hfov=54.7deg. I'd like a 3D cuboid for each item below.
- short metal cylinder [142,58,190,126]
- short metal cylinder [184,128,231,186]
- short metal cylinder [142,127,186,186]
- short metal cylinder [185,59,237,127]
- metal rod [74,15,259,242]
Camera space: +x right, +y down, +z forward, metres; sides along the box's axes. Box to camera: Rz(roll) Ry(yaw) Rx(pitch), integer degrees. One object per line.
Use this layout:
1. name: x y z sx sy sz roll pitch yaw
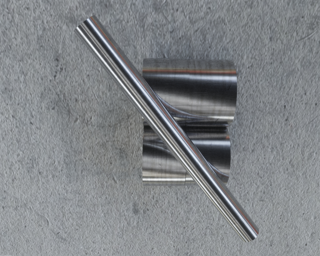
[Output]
1. short metal cylinder: 0.006 -0.042 0.366 0.050 0.080 0.079 1 110 0
2. short metal cylinder: 0.056 0.033 0.395 0.050 0.080 0.079 1 110 0
3. short metal cylinder: 0.005 0.034 0.394 0.050 0.080 0.079 1 110 0
4. short metal cylinder: 0.056 -0.041 0.367 0.050 0.080 0.079 1 110 0
5. metal rod: 0.019 0.015 0.331 0.025 0.025 0.300 -35 107 12
